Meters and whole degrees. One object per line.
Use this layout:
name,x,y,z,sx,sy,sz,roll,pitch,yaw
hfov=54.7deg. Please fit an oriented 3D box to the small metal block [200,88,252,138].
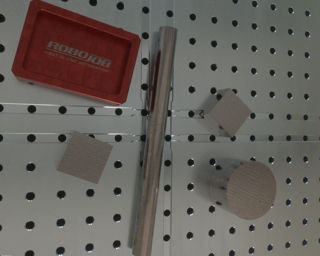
small metal block,0.096,-0.022,0.448,0.050,0.025,0.050,43,76,-15

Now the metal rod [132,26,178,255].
metal rod,-0.006,0.016,0.410,0.025,0.025,0.298,8,87,-20

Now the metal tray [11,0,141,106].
metal tray,-0.097,-0.086,0.373,0.131,0.030,0.090,14,85,-20

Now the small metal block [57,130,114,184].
small metal block,-0.092,0.035,0.379,0.050,0.025,0.050,24,82,-19

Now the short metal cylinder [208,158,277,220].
short metal cylinder,0.117,0.084,0.442,0.081,0.050,0.080,0,90,-20
